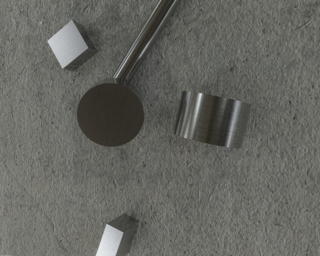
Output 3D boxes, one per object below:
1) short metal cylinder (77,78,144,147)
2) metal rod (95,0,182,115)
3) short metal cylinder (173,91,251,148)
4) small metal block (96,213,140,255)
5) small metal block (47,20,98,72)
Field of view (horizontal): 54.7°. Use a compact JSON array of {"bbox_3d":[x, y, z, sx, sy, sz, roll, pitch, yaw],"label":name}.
[{"bbox_3d":[-0.061,-0.022,0.399,0.081,0.050,0.079,-1,106,-5],"label":"short metal cylinder"},{"bbox_3d":[-0.005,-0.139,0.409,0.025,0.025,0.299,37,101,16],"label":"metal rod"},{"bbox_3d":[0.060,-0.010,0.358,0.080,0.080,0.050,13,95,19],"label":"short metal cylinder"},{"bbox_3d":[-0.056,0.149,0.414,0.025,0.050,0.050,21,97,18],"label":"small metal block"},{"bbox_3d":[-0.128,-0.119,0.453,0.050,0.025,0.050,-33,80,16],"label":"small metal block"}]
